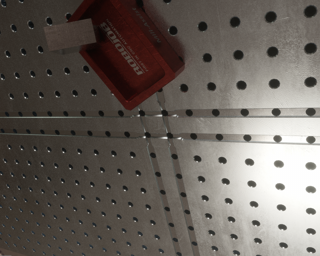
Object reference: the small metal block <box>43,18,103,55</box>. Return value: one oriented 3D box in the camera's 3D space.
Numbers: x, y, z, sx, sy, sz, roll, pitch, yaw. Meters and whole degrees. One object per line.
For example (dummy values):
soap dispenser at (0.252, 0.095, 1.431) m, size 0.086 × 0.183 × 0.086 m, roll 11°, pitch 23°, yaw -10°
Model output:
small metal block at (-0.095, -0.102, 0.349) m, size 0.050 × 0.050 × 0.025 m, roll -11°, pitch 99°, yaw -1°

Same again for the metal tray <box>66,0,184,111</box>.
metal tray at (-0.045, -0.095, 0.371) m, size 0.090 × 0.030 × 0.130 m, roll -32°, pitch 101°, yaw 38°
